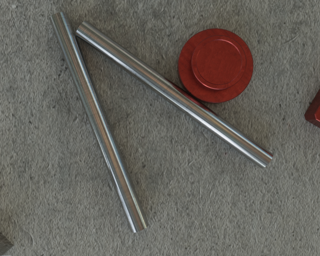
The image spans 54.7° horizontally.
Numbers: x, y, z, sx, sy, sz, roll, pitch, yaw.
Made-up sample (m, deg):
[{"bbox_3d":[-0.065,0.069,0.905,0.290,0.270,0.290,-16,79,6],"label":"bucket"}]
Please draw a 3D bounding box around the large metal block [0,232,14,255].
[{"bbox_3d":[-0.244,0.170,0.379,0.080,0.080,0.050,-44,91,0],"label":"large metal block"}]

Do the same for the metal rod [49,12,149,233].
[{"bbox_3d":[-0.080,-0.007,0.408,0.025,0.025,0.299,-21,90,0],"label":"metal rod"}]

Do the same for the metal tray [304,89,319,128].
[{"bbox_3d":[0.267,-0.047,0.410,0.090,0.030,0.130,31,90,-1],"label":"metal tray"}]

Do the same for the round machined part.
[{"bbox_3d":[0.073,-0.081,0.402,0.099,0.042,0.097,0,90,-1],"label":"round machined part"}]

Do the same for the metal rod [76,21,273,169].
[{"bbox_3d":[0.019,-0.044,0.410,0.301,0.025,0.025,35,90,-1],"label":"metal rod"}]
